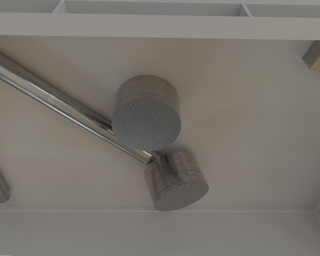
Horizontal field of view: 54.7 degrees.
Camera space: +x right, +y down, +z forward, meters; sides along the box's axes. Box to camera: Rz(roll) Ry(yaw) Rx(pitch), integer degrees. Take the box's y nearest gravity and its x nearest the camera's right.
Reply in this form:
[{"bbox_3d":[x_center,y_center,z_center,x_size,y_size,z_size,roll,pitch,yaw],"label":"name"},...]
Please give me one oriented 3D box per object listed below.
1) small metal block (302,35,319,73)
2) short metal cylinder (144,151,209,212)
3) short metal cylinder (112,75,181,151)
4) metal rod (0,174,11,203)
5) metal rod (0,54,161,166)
[{"bbox_3d":[0.197,-0.084,0.341,0.050,0.025,0.050,16,128,-14],"label":"small metal block"},{"bbox_3d":[0.022,0.077,0.442,0.081,0.050,0.080,-15,145,-11],"label":"short metal cylinder"},{"bbox_3d":[-0.016,-0.017,0.378,0.081,0.050,0.079,0,130,0],"label":"short metal cylinder"},{"bbox_3d":[-0.258,-0.002,0.403,0.025,0.025,0.298,-1,130,1],"label":"metal rod"},{"bbox_3d":[-0.119,-0.028,0.383,0.301,0.025,0.025,34,122,-26],"label":"metal rod"}]
